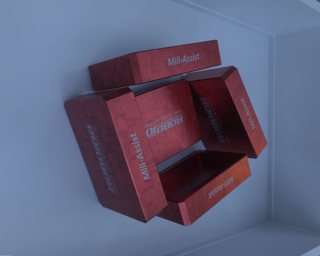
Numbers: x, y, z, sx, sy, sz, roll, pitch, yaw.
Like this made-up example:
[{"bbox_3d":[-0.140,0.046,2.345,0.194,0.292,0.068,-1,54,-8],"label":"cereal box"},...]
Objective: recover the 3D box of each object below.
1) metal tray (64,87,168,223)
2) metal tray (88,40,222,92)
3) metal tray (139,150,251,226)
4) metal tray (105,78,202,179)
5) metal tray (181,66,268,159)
[{"bbox_3d":[-0.048,0.027,0.323,0.030,0.090,0.129,-27,107,-37],"label":"metal tray"},{"bbox_3d":[-0.004,-0.073,0.360,0.131,0.090,0.030,-20,103,-38],"label":"metal tray"},{"bbox_3d":[0.044,0.070,0.401,0.131,0.090,0.030,-26,107,-37],"label":"metal tray"},{"bbox_3d":[-0.008,-0.004,0.395,0.131,0.030,0.089,-25,106,-37],"label":"metal tray"},{"bbox_3d":[0.086,-0.019,0.437,0.030,0.090,0.130,-44,117,-31],"label":"metal tray"}]
